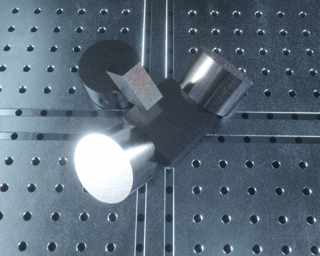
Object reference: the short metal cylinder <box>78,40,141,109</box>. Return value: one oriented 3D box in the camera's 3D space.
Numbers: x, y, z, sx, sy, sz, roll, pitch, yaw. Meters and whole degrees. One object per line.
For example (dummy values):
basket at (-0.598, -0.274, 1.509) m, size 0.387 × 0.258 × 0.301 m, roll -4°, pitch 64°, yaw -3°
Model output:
short metal cylinder at (-0.064, -0.072, 0.421) m, size 0.081 × 0.050 × 0.080 m, roll 0°, pitch 70°, yaw 0°

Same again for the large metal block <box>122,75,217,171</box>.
large metal block at (0.012, -0.005, 0.394) m, size 0.080 × 0.050 × 0.080 m, roll 43°, pitch 75°, yaw 14°

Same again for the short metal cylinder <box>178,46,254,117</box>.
short metal cylinder at (0.070, -0.059, 0.393) m, size 0.080 × 0.080 × 0.050 m, roll 41°, pitch 114°, yaw 13°

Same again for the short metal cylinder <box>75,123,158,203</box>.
short metal cylinder at (-0.050, 0.039, 0.358) m, size 0.080 × 0.050 × 0.079 m, roll 9°, pitch 108°, yaw 28°

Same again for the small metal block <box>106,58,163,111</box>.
small metal block at (-0.030, -0.052, 0.361) m, size 0.025 × 0.050 × 0.050 m, roll -43°, pitch 32°, yaw -12°
